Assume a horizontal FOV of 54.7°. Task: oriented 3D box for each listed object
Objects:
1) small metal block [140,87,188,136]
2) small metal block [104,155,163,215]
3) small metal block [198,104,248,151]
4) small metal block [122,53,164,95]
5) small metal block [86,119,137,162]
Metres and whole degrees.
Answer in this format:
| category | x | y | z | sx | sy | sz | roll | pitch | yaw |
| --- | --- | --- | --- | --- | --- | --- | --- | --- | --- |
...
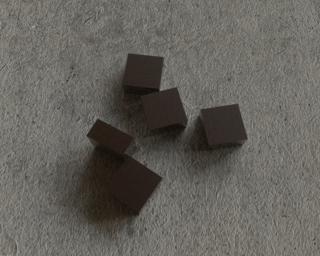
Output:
| category | x | y | z | sx | sy | sz | roll | pitch | yaw |
| --- | --- | --- | --- | --- | --- | --- | --- | --- | --- |
| small metal block | 0.005 | -0.022 | 0.416 | 0.050 | 0.025 | 0.050 | -14 | 71 | -5 |
| small metal block | -0.032 | 0.070 | 0.382 | 0.050 | 0.025 | 0.050 | 33 | 73 | 11 |
| small metal block | 0.082 | -0.001 | 0.409 | 0.050 | 0.025 | 0.050 | -9 | 70 | -3 |
| small metal block | -0.023 | -0.074 | 0.435 | 0.050 | 0.025 | 0.050 | 7 | 70 | 2 |
| small metal block | -0.059 | 0.018 | 0.388 | 0.050 | 0.050 | 0.025 | 27 | 73 | 9 |
